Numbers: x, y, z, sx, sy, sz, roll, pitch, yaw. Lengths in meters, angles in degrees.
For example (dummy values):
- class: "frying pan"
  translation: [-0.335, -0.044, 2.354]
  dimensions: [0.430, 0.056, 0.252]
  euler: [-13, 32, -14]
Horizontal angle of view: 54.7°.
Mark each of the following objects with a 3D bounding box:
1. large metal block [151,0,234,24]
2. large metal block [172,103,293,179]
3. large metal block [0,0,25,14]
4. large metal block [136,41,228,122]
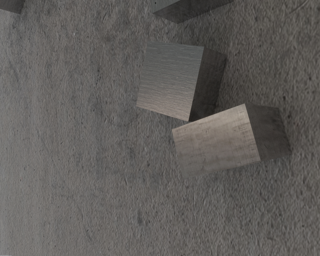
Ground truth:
- class: "large metal block"
  translation: [0.034, -0.179, 0.361]
  dimensions: [0.080, 0.050, 0.080]
  euler: [-9, 85, 39]
- class: "large metal block"
  translation: [0.072, 0.014, 0.309]
  dimensions: [0.080, 0.081, 0.050]
  euler: [-21, 77, 38]
- class: "large metal block"
  translation: [-0.323, -0.293, 0.636]
  dimensions: [0.050, 0.081, 0.080]
  euler: [51, 120, 28]
- class: "large metal block"
  translation: [0.024, -0.055, 0.369]
  dimensions: [0.080, 0.050, 0.079]
  euler: [19, 102, 38]
